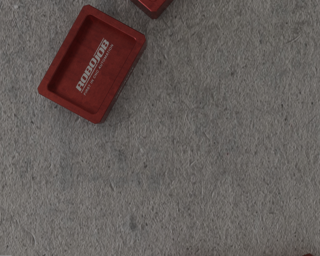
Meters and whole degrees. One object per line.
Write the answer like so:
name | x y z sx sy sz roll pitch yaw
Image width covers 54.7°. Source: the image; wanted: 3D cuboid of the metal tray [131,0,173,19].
metal tray | -0.027 -0.221 0.406 0.130 0.030 0.090 41 90 0

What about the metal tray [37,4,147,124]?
metal tray | -0.086 -0.081 0.406 0.090 0.030 0.130 29 90 0

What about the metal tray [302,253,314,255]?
metal tray | 0.186 0.245 0.408 0.090 0.030 0.129 -18 90 0
